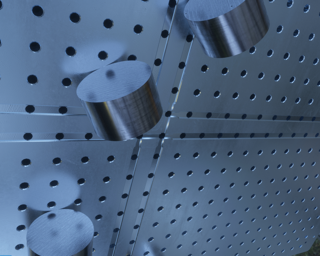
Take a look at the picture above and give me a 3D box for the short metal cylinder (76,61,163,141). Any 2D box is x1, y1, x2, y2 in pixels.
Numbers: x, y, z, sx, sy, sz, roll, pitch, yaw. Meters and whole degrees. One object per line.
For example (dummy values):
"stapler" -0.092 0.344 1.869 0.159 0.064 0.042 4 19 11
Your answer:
"short metal cylinder" -0.042 -0.031 0.335 0.080 0.080 0.050 -26 128 -12

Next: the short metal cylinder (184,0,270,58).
"short metal cylinder" 0.073 -0.123 0.341 0.080 0.080 0.050 -39 130 -2

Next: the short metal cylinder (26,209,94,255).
"short metal cylinder" -0.128 0.152 0.401 0.081 0.080 0.050 -5 121 -26
